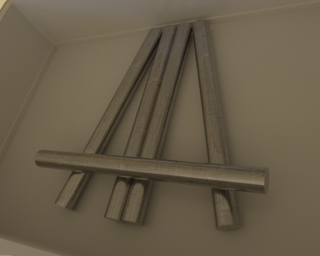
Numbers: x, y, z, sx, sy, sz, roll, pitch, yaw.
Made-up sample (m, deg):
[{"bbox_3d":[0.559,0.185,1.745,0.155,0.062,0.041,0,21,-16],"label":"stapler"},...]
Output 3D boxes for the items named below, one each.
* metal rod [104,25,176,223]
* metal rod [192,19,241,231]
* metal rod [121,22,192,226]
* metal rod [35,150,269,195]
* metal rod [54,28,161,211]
[{"bbox_3d":[-0.018,-0.023,0.428,0.025,0.025,0.300,1,62,29],"label":"metal rod"},{"bbox_3d":[0.064,-0.027,0.387,0.025,0.025,0.299,-15,56,20],"label":"metal rod"},{"bbox_3d":[0.003,-0.023,0.417,0.025,0.025,0.300,1,62,29],"label":"metal rod"},{"bbox_3d":[-0.032,0.046,0.360,0.300,0.025,0.025,1,63,29],"label":"metal rod"},{"bbox_3d":[-0.066,-0.025,0.454,0.025,0.025,0.300,13,68,33],"label":"metal rod"}]
